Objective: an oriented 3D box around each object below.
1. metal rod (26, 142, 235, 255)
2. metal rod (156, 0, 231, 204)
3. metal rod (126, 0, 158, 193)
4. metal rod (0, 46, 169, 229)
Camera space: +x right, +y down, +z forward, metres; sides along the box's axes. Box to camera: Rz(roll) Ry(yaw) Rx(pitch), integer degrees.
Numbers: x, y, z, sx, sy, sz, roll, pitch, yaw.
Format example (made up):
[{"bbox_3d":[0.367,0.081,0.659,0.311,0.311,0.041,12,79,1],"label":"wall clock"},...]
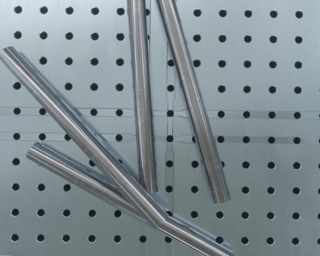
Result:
[{"bbox_3d":[-0.038,0.103,0.413,0.301,0.025,0.025,29,90,0],"label":"metal rod"},{"bbox_3d":[0.042,-0.047,0.413,0.025,0.025,0.299,-16,90,0],"label":"metal rod"},{"bbox_3d":[-0.025,-0.064,0.413,0.025,0.025,0.298,-4,90,0],"label":"metal rod"},{"bbox_3d":[-0.101,0.009,0.400,0.025,0.025,0.300,-43,85,0],"label":"metal rod"}]
